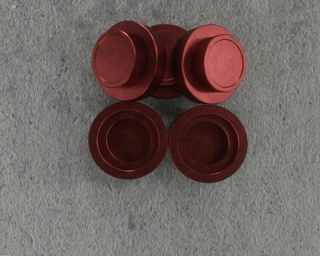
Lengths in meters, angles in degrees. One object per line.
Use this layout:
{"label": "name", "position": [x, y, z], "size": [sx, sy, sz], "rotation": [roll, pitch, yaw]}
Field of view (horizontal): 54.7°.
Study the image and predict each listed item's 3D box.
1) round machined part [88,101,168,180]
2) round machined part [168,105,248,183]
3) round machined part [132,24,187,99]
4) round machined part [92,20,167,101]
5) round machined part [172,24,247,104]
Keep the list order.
{"label": "round machined part", "position": [-0.039, 0.015, 0.402], "size": [0.099, 0.042, 0.097], "rotation": [0, 90, -1]}
{"label": "round machined part", "position": [0.059, 0.020, 0.403], "size": [0.099, 0.042, 0.097], "rotation": [0, 90, -1]}
{"label": "round machined part", "position": [0.007, -0.087, 0.402], "size": [0.099, 0.042, 0.097], "rotation": [0, 90, -1]}
{"label": "round machined part", "position": [-0.044, -0.082, 0.378], "size": [0.098, 0.042, 0.097], "rotation": [2, 95, 33]}
{"label": "round machined part", "position": [0.067, -0.078, 0.382], "size": [0.099, 0.042, 0.097], "rotation": [-4, 97, -31]}
